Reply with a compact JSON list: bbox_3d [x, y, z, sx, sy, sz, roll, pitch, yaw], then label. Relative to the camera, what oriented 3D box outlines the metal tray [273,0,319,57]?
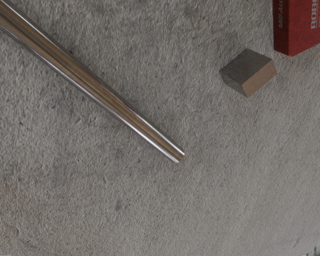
[{"bbox_3d":[0.193,-0.170,0.404,0.091,0.030,0.129,-27,128,-12],"label":"metal tray"}]

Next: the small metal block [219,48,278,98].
[{"bbox_3d":[0.115,-0.073,0.408,0.050,0.050,0.025,-40,130,-1],"label":"small metal block"}]

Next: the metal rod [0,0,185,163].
[{"bbox_3d":[-0.064,-0.037,0.349,0.025,0.025,0.301,-46,129,4],"label":"metal rod"}]
